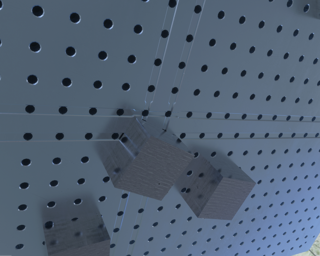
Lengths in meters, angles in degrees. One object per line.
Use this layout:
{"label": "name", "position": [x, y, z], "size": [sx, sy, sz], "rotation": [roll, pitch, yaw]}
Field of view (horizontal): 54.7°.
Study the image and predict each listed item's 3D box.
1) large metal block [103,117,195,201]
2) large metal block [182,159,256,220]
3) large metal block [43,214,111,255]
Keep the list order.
{"label": "large metal block", "position": [-0.015, 0.043, 0.415], "size": [0.080, 0.050, 0.080], "rotation": [26, 104, -38]}
{"label": "large metal block", "position": [0.098, 0.104, 0.515], "size": [0.081, 0.050, 0.080], "rotation": [16, 110, -35]}
{"label": "large metal block", "position": [-0.119, 0.178, 0.442], "size": [0.081, 0.050, 0.079], "rotation": [-7, 122, -26]}
